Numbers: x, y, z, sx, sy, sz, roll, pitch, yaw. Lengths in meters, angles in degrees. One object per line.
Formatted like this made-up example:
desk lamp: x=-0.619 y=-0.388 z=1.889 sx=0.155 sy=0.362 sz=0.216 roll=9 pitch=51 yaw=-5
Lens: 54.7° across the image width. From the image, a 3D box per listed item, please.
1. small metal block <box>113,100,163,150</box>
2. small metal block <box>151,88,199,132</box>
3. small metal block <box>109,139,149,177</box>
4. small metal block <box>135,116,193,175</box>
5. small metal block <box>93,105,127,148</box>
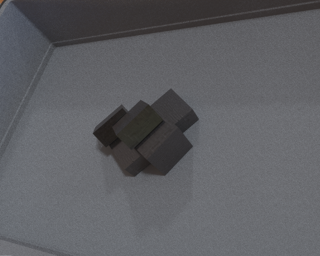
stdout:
small metal block: x=-0.028 y=-0.005 z=0.373 sx=0.050 sy=0.025 sz=0.050 roll=-44 pitch=18 yaw=-3
small metal block: x=0.013 y=-0.016 z=0.405 sx=0.050 sy=0.025 sz=0.050 roll=-41 pitch=51 yaw=0
small metal block: x=-0.032 y=0.026 z=0.403 sx=0.050 sy=0.025 sz=0.050 roll=-41 pitch=51 yaw=0
small metal block: x=0.006 y=0.022 z=0.370 sx=0.050 sy=0.050 sz=0.025 roll=-46 pitch=51 yaw=-4
small metal block: x=-0.062 y=-0.004 z=0.422 sx=0.050 sy=0.025 sz=0.050 roll=-41 pitch=13 yaw=0
